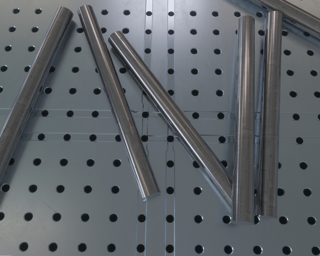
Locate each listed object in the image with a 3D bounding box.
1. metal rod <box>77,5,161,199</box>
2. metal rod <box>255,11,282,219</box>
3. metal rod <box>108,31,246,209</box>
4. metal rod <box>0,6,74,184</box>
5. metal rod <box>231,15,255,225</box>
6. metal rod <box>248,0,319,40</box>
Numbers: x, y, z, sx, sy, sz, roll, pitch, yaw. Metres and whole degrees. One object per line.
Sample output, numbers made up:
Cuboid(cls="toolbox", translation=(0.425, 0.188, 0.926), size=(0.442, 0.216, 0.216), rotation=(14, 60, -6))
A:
Cuboid(cls="metal rod", translation=(-0.063, -0.048, 0.429), size=(0.025, 0.025, 0.299), rotation=(-19, 71, -7))
Cuboid(cls="metal rod", translation=(0.151, -0.032, 0.424), size=(0.025, 0.025, 0.299), rotation=(8, 70, 3))
Cuboid(cls="metal rod", translation=(0.018, -0.018, 0.418), size=(0.025, 0.025, 0.299), rotation=(-33, 73, -11))
Cuboid(cls="metal rod", translation=(-0.183, -0.041, 0.425), size=(0.025, 0.025, 0.299), rotation=(14, 70, 5))
Cuboid(cls="metal rod", translation=(0.111, -0.028, 0.407), size=(0.025, 0.025, 0.300), rotation=(7, 64, 3))
Cuboid(cls="metal rod", translation=(0.168, -0.199, 0.485), size=(0.300, 0.025, 0.025), rotation=(35, 74, 11))
